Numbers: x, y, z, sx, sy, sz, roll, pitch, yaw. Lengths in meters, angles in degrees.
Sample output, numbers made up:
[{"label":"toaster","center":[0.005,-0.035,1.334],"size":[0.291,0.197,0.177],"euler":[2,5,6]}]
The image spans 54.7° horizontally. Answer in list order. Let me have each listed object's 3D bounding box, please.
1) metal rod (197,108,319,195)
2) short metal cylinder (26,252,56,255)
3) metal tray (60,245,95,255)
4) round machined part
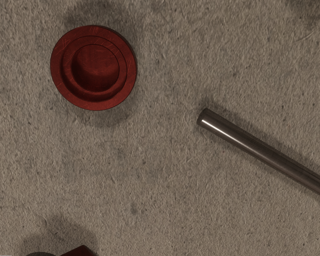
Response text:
[{"label":"metal rod","center":[0.184,0.057,0.433],"size":[0.301,0.025,0.025],"euler":[29,107,-11]},{"label":"short metal cylinder","center":[-0.191,0.243,0.484],"size":[0.081,0.050,0.079],"euler":[0,110,-1]},{"label":"metal tray","center":[-0.145,0.255,0.471],"size":[0.091,0.030,0.129],"euler":[-15,117,-40]},{"label":"round machined part","center":[-0.076,-0.073,0.373],"size":[0.099,0.042,0.097],"euler":[0,110,-1]}]
